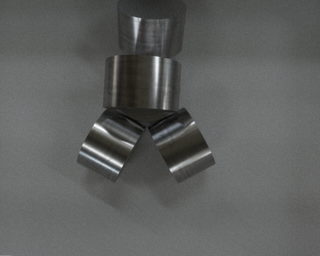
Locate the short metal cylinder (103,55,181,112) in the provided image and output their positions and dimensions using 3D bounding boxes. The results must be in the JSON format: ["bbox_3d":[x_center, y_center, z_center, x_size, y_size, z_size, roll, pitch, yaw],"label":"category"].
[{"bbox_3d":[-0.019,-0.044,0.332,0.080,0.080,0.050,3,90,0],"label":"short metal cylinder"}]

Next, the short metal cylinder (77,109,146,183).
[{"bbox_3d":[-0.058,0.021,0.381,0.050,0.080,0.080,29,90,0],"label":"short metal cylinder"}]

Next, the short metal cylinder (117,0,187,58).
[{"bbox_3d":[-0.011,-0.125,0.376,0.080,0.080,0.050,4,133,0],"label":"short metal cylinder"}]

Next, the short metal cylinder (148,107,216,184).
[{"bbox_3d":[0.026,0.021,0.382,0.050,0.080,0.080,-29,90,1],"label":"short metal cylinder"}]

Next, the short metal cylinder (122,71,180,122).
[{"bbox_3d":[-0.016,-0.047,0.396,0.081,0.050,0.080,0,90,0],"label":"short metal cylinder"}]
